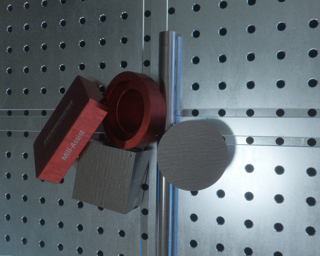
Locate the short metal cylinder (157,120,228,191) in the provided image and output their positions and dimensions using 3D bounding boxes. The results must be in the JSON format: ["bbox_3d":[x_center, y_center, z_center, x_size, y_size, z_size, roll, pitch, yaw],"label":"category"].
[{"bbox_3d":[0.036,0.031,0.372,0.081,0.050,0.079,0,90,0],"label":"short metal cylinder"}]

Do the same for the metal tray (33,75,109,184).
[{"bbox_3d":[-0.127,0.000,0.429,0.130,0.030,0.090,-53,36,12],"label":"metal tray"}]

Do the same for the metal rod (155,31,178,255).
[{"bbox_3d":[0.009,0.024,0.410,0.025,0.025,0.298,1,90,20],"label":"metal rod"}]

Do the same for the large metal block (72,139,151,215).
[{"bbox_3d":[-0.065,0.062,0.422,0.080,0.050,0.079,11,94,19],"label":"large metal block"}]

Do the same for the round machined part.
[{"bbox_3d":[-0.030,-0.022,0.400,0.098,0.042,0.097,-1,88,45],"label":"round machined part"}]
